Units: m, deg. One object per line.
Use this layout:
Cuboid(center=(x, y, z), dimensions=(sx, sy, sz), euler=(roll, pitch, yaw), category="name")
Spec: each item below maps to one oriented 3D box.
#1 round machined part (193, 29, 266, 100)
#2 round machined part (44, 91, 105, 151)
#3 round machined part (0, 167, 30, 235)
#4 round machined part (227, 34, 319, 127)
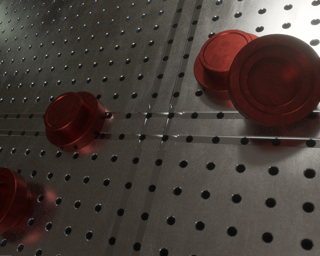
Cuboid(center=(0.090, -0.089, 0.404), dimensions=(0.098, 0.042, 0.098), euler=(-13, 56, 20), category="round machined part")
Cuboid(center=(-0.138, -0.017, 0.478), dimensions=(0.098, 0.042, 0.098), euler=(-13, 56, 20), category="round machined part")
Cuboid(center=(-0.231, 0.110, 0.449), dimensions=(0.098, 0.042, 0.098), euler=(-13, 56, 20), category="round machined part")
Cuboid(center=(0.124, -0.050, 0.344), dimensions=(0.099, 0.042, 0.097), euler=(0, 86, 6), category="round machined part")
